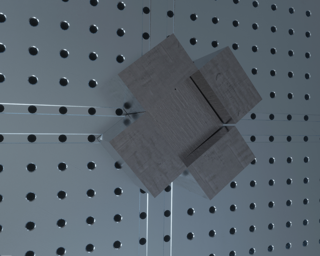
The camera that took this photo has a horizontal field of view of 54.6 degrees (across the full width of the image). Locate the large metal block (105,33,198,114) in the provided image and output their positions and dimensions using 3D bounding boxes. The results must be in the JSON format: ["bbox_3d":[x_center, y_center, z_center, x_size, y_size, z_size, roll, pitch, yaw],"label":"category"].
[{"bbox_3d":[-0.014,-0.062,0.378,0.080,0.080,0.050,-40,103,-15],"label":"large metal block"}]

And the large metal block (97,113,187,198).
[{"bbox_3d":[-0.025,0.030,0.374,0.050,0.080,0.080,-41,103,-15],"label":"large metal block"}]

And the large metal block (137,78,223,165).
[{"bbox_3d":[0.020,-0.011,0.405,0.080,0.050,0.080,-40,101,-14],"label":"large metal block"}]

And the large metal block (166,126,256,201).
[{"bbox_3d":[0.061,0.041,0.407,0.080,0.080,0.050,-39,103,-16],"label":"large metal block"}]

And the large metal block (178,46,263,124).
[{"bbox_3d":[0.073,-0.052,0.410,0.050,0.080,0.080,-41,103,-16],"label":"large metal block"}]
